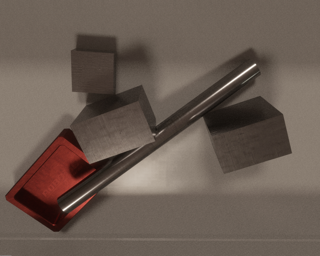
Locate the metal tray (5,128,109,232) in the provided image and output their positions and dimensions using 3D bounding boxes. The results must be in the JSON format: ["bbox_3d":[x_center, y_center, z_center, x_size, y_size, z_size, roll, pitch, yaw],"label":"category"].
[{"bbox_3d":[-0.138,0.075,0.434,0.090,0.030,0.130,41,105,-14],"label":"metal tray"}]

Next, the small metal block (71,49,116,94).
[{"bbox_3d":[-0.081,-0.071,0.384,0.050,0.025,0.050,3,110,-2],"label":"small metal block"}]

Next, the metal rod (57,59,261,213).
[{"bbox_3d":[-0.004,0.012,0.394,0.300,0.025,0.025,-36,107,3],"label":"metal rod"}]

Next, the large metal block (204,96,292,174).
[{"bbox_3d":[0.104,0.006,0.386,0.080,0.080,0.050,-18,109,6],"label":"large metal block"}]

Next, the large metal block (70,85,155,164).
[{"bbox_3d":[-0.052,-0.008,0.379,0.080,0.080,0.050,-20,109,7],"label":"large metal block"}]
